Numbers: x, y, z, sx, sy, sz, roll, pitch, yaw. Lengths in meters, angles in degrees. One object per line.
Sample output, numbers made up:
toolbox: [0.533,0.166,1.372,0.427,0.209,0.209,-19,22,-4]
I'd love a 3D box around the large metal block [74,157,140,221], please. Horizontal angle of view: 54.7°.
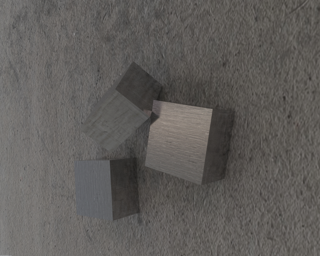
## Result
large metal block: [-0.079,0.086,0.454,0.080,0.050,0.080,-6,86,40]

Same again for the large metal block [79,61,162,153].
large metal block: [-0.049,-0.028,0.401,0.050,0.080,0.080,39,123,-15]

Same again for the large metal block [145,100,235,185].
large metal block: [0.034,0.013,0.361,0.080,0.050,0.079,13,98,39]
